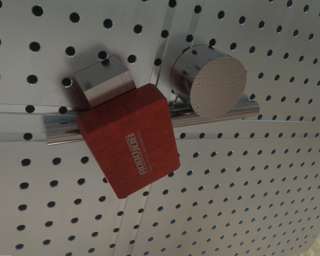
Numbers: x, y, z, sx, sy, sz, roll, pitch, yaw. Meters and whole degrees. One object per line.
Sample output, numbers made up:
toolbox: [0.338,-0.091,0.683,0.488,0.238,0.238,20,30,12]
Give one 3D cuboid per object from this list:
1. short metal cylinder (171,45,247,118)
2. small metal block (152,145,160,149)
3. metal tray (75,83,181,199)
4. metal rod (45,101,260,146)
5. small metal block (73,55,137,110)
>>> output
short metal cylinder: [0.061,-0.059,0.393,0.081,0.050,0.079,-14,125,-21]
small metal block: [-0.019,0.041,0.426,0.050,0.025,0.050,-21,127,-16]
metal tray: [-0.029,0.021,0.356,0.091,0.030,0.129,-27,139,-11]
metal rod: [0.008,-0.011,0.411,0.303,0.025,0.025,-8,122,-25]
small metal block: [-0.060,-0.049,0.332,0.050,0.050,0.025,-28,128,-11]
